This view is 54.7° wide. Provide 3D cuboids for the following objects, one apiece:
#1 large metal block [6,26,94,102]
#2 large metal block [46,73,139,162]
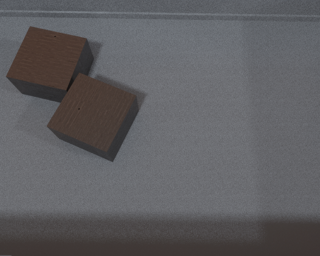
[{"bbox_3d":[-0.146,-0.084,0.425,0.080,0.050,0.080,13,70,4],"label":"large metal block"},{"bbox_3d":[-0.082,-0.013,0.400,0.080,0.050,0.080,23,71,7],"label":"large metal block"}]
